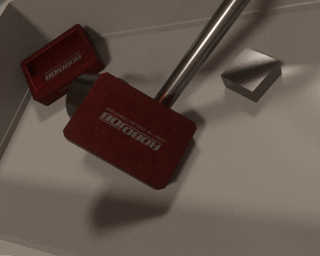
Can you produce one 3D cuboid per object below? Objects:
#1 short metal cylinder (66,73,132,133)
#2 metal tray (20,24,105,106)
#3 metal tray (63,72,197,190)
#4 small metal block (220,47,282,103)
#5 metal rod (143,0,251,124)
[{"bbox_3d":[-0.081,-0.034,0.430,0.050,0.080,0.080,17,71,39],"label":"short metal cylinder"},{"bbox_3d":[-0.172,-0.110,0.541,0.130,0.030,0.090,-31,68,7],"label":"metal tray"},{"bbox_3d":[-0.034,0.004,0.368,0.130,0.030,0.090,30,75,-2],"label":"metal tray"},{"bbox_3d":[0.114,-0.067,0.386,0.050,0.025,0.050,-48,52,-6],"label":"small metal block"},{"bbox_3d":[0.066,-0.116,0.363,0.298,0.025,0.025,-53,48,22],"label":"metal rod"}]
